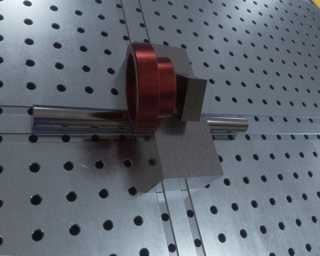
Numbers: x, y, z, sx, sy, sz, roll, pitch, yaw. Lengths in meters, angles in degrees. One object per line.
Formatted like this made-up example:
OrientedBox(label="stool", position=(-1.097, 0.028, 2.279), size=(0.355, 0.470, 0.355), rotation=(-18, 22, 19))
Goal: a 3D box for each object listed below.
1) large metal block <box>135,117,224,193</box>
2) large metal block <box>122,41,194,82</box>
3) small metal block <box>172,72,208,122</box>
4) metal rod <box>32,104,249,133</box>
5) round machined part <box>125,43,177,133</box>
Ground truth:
OrientedBox(label="large metal block", position=(0.022, 0.031, 0.385), size=(0.081, 0.050, 0.080), rotation=(1, 61, -28))
OrientedBox(label="large metal block", position=(0.000, -0.069, 0.434), size=(0.081, 0.050, 0.080), rotation=(1, 62, -28))
OrientedBox(label="small metal block", position=(0.028, -0.039, 0.375), size=(0.025, 0.050, 0.050), rotation=(1, 18, -28))
OrientedBox(label="metal rod", position=(-0.006, -0.009, 0.410), size=(0.303, 0.025, 0.025), rotation=(2, 61, -27))
OrientedBox(label="round machined part", position=(-0.011, -0.044, 0.345), size=(0.042, 0.098, 0.098), rotation=(-3, 63, -14))
